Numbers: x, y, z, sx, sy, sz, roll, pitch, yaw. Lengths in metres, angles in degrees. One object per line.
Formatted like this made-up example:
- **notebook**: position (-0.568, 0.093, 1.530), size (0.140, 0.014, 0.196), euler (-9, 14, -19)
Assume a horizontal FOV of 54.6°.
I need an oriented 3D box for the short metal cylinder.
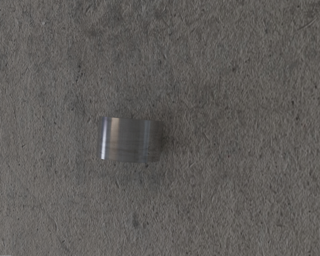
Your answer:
- **short metal cylinder**: position (-0.038, 0.013, 0.394), size (0.080, 0.080, 0.050), euler (5, 92, 20)
